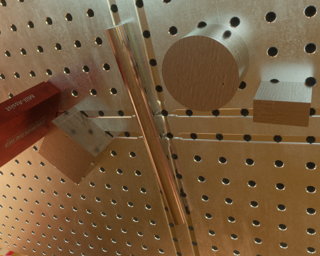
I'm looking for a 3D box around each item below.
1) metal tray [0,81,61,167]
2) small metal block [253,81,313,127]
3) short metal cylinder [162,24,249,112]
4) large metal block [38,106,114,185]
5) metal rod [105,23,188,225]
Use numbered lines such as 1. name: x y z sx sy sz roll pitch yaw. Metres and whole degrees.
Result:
1. metal tray: -0.204 -0.003 0.446 0.030 0.131 0.089 33 128 7
2. small metal block: 0.125 -0.026 0.313 0.050 0.050 0.025 6 121 24
3. short metal cylinder: 0.049 -0.064 0.329 0.080 0.050 0.079 13 124 20
4. large metal block: -0.131 0.028 0.479 0.080 0.050 0.080 39 129 1
5. metal rod: -0.011 0.011 0.422 0.025 0.025 0.298 -4 117 29
